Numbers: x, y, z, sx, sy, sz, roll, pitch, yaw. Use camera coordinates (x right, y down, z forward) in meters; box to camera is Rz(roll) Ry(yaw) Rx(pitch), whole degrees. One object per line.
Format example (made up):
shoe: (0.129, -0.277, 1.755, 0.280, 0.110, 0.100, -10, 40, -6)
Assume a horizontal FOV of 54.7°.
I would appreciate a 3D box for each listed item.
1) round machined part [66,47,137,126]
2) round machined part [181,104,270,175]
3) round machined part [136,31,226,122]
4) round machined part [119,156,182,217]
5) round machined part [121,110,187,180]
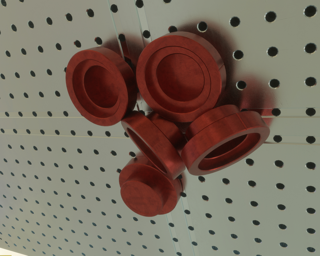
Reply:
round machined part: (-0.069, -0.055, 0.396, 0.098, 0.042, 0.097, 14, 120, 27)
round machined part: (0.068, 0.010, 0.346, 0.097, 0.099, 0.042, -50, 55, 39)
round machined part: (0.026, -0.059, 0.348, 0.098, 0.042, 0.097, 12, 122, 21)
round machined part: (-0.020, 0.095, 0.468, 0.098, 0.042, 0.097, 13, 124, 20)
round machined part: (-0.001, 0.015, 0.388, 0.098, 0.042, 0.098, 46, 167, 14)
